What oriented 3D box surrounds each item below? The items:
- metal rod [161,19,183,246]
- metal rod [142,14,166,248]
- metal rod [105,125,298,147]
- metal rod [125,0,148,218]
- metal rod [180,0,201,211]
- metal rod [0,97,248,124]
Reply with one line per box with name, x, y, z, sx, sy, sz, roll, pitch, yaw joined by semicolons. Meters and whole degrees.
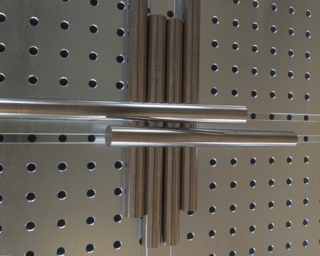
metal rod;0.016;0.005;0.419;0.025;0.025;0.298;1;90;-20
metal rod;-0.008;0.004;0.408;0.025;0.025;0.298;1;90;-20
metal rod;0.075;0.013;0.418;0.302;0.025;0.025;2;90;-29
metal rod;-0.030;-0.037;0.400;0.025;0.025;0.298;1;90;-20
metal rod;0.041;-0.038;0.427;0.025;0.025;0.298;1;90;-20
metal rod;-0.040;-0.020;0.373;0.302;0.025;0.025;1;90;-11
